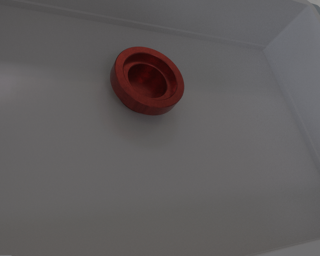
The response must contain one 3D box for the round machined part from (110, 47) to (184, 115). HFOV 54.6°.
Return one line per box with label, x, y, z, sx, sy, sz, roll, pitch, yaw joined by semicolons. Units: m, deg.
round machined part;-0.020;-0.059;0.419;0.099;0.042;0.098;13;56;-21
